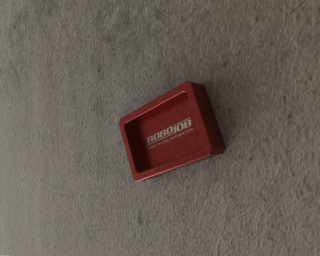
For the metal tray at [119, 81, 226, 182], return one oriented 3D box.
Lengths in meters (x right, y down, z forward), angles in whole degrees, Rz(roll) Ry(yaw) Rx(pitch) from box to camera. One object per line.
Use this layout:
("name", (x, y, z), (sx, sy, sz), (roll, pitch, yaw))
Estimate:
("metal tray", (0.009, 0.008, 0.394), (0.130, 0.030, 0.090), (-26, 74, 37))
